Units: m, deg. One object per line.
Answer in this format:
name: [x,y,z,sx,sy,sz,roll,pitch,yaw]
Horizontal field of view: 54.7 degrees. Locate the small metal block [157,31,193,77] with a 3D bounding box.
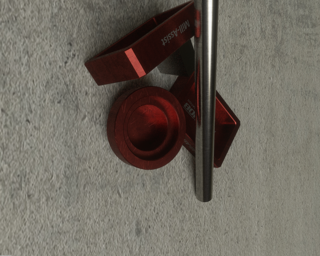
small metal block: [0.017,-0.096,0.399,0.025,0.050,0.050,-49,134,-26]

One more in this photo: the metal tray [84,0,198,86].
metal tray: [-0.012,-0.099,0.354,0.131,0.090,0.030,-45,118,-31]

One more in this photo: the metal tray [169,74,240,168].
metal tray: [0.061,-0.013,0.457,0.130,0.030,0.090,45,63,-31]

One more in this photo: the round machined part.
round machined part: [-0.020,-0.001,0.376,0.099,0.042,0.097,-3,95,-34]

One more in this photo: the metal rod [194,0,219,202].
metal rod: [0.056,-0.021,0.386,0.025,0.025,0.298,-33,132,-35]
